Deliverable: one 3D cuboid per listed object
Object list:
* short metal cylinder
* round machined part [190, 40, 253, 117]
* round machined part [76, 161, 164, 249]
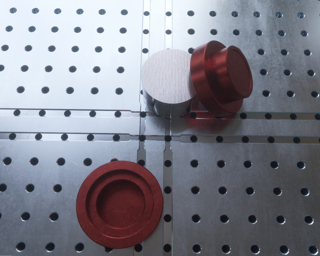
[{"bbox_3d":[0.016,-0.059,0.420,0.081,0.050,0.080,0,70,0],"label":"short metal cylinder"},{"bbox_3d":[0.085,-0.066,0.398,0.042,0.099,0.098,-15,64,39],"label":"round machined part"},{"bbox_3d":[-0.045,0.091,0.369,0.099,0.042,0.098,0,70,-1],"label":"round machined part"}]
